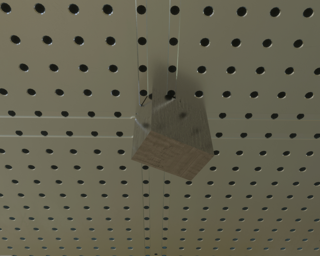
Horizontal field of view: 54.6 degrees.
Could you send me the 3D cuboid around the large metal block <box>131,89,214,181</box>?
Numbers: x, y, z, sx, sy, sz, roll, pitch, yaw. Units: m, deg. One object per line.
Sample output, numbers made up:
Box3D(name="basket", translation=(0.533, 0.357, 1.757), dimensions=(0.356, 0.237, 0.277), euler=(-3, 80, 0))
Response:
Box3D(name="large metal block", translation=(0.014, 0.008, 0.382), dimensions=(0.080, 0.080, 0.050), euler=(22, 127, -18))
